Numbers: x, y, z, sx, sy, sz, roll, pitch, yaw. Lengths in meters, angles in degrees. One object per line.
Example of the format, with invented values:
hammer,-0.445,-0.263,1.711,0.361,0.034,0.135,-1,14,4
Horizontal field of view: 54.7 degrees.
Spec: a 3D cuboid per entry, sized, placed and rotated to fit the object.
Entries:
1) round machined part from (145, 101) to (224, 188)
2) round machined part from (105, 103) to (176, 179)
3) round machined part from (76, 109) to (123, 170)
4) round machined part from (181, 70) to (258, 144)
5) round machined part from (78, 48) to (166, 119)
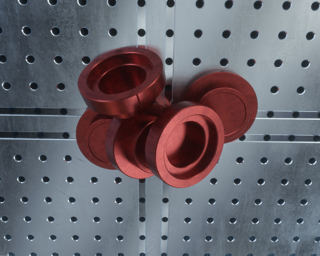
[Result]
round machined part,0.024,0.016,0.359,0.099,0.042,0.097,-12,112,-31
round machined part,-0.014,0.018,0.385,0.099,0.042,0.097,-12,110,-36
round machined part,-0.062,0.012,0.408,0.099,0.042,0.097,0,110,-1
round machined part,0.077,-0.023,0.397,0.099,0.042,0.097,0,110,-1
round machined part,-0.041,-0.049,0.361,0.099,0.098,0.042,-12,135,4
